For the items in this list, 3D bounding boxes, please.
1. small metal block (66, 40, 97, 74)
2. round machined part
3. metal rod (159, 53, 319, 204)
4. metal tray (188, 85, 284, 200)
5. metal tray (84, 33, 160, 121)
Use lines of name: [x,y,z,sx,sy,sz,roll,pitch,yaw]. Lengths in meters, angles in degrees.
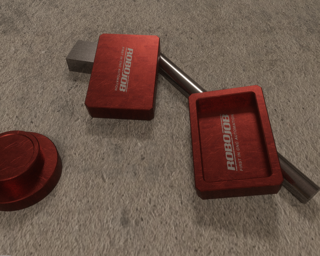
small metal block: [-0.115,-0.114,0.497,0.050,0.025,0.050,9,51,7]
round machined part: [-0.168,0.041,0.355,0.099,0.042,0.098,0,50,0]
metal rod: [0.081,-0.018,0.419,0.025,0.025,0.300,-29,56,-22]
metal tray: [0.084,0.014,0.365,0.090,0.030,0.130,-7,58,9]
metal tray: [-0.049,-0.076,0.445,0.091,0.030,0.130,3,62,3]
